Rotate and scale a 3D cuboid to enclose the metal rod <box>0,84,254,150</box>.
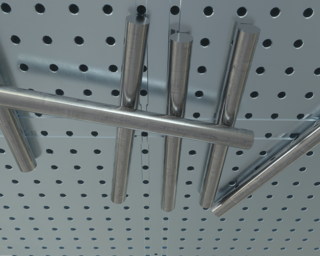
[{"bbox_3d":[-0.034,-0.011,0.367,0.302,0.025,0.025,10,129,-9],"label":"metal rod"}]

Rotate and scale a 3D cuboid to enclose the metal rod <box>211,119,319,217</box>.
[{"bbox_3d":[0.179,0.046,0.452,0.025,0.025,0.298,26,125,-21],"label":"metal rod"}]

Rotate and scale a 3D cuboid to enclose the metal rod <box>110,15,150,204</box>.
[{"bbox_3d":[-0.045,0.002,0.412,0.025,0.025,0.298,7,130,-6],"label":"metal rod"}]

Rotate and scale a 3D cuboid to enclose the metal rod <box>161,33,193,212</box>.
[{"bbox_3d":[0.018,0.017,0.426,0.025,0.025,0.298,1,130,-1],"label":"metal rod"}]

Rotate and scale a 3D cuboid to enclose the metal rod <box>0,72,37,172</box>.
[{"bbox_3d":[-0.198,-0.057,0.360,0.025,0.025,0.298,-1,130,1],"label":"metal rod"}]

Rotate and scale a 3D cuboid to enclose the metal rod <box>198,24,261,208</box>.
[{"bbox_3d":[0.084,0.010,0.420,0.025,0.025,0.298,2,130,-2],"label":"metal rod"}]
